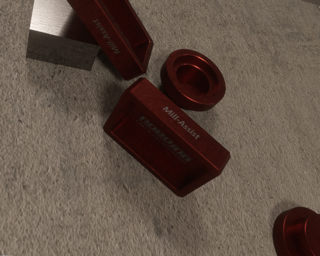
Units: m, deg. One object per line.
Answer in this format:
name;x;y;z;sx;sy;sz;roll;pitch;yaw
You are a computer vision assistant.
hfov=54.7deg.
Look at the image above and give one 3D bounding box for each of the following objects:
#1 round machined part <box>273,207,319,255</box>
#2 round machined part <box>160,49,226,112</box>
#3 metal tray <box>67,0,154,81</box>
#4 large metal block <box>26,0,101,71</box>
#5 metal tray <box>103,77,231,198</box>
round machined part;0.204;0.153;0.412;0.099;0.042;0.098;14;56;-21
round machined part;0.044;-0.065;0.459;0.099;0.042;0.098;14;56;-21
metal tray;-0.058;-0.137;0.400;0.130;0.030;0.090;54;28;-33
large metal block;-0.123;-0.128;0.401;0.081;0.050;0.080;9;58;-24
metal tray;0.003;0.015;0.355;0.130;0.090;0.030;42;51;0
